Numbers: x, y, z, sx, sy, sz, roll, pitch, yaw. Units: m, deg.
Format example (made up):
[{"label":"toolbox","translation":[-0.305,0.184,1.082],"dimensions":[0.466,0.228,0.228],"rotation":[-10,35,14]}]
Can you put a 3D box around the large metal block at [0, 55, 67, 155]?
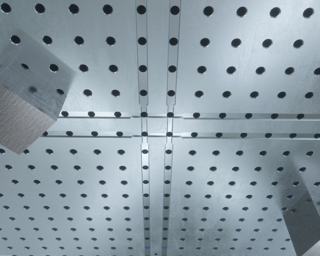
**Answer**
[{"label":"large metal block","translation":[-0.175,-0.025,0.373],"dimensions":[0.080,0.050,0.080],"rotation":[-36,122,26]}]

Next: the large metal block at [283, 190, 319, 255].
[{"label":"large metal block","translation":[0.261,0.164,0.517],"dimensions":[0.050,0.080,0.079],"rotation":[12,129,-10]}]
